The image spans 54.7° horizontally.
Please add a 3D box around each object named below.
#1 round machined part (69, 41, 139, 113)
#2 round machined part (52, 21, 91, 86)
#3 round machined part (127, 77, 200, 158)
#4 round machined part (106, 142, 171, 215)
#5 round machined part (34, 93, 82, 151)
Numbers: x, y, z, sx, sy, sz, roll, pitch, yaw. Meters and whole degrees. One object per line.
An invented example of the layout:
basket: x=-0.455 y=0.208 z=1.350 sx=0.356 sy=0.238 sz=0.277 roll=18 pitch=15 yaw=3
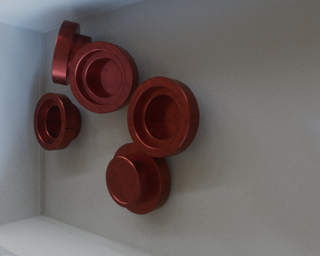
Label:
round machined part: x=-0.076 y=-0.071 z=0.441 sx=0.098 sy=0.042 sz=0.097 roll=3 pitch=100 yaw=17
round machined part: x=-0.134 y=-0.113 z=0.482 sx=0.098 sy=0.042 sz=0.097 roll=-167 pitch=89 yaw=-79
round machined part: x=0.008 y=-0.013 z=0.387 sx=0.098 sy=0.042 sz=0.097 roll=0 pitch=90 yaw=39
round machined part: x=-0.036 y=0.069 z=0.418 sx=0.098 sy=0.042 sz=0.097 roll=6 pitch=98 yaw=42
round machined part: x=-0.174 y=-0.011 z=0.536 sx=0.098 sy=0.042 sz=0.097 roll=0 pitch=90 yaw=39
